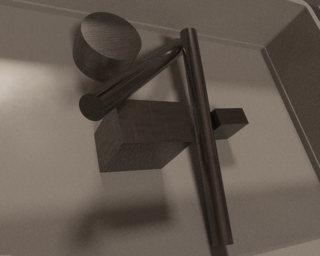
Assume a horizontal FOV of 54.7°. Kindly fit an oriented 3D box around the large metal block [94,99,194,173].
[{"bbox_3d":[-0.022,0.011,0.353,0.081,0.080,0.050,0,62,-28],"label":"large metal block"}]

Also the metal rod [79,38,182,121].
[{"bbox_3d":[-0.008,-0.079,0.389,0.025,0.025,0.301,40,32,-1],"label":"metal rod"}]

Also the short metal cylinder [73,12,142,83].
[{"bbox_3d":[-0.072,-0.108,0.418,0.081,0.050,0.080,14,56,-21],"label":"short metal cylinder"}]

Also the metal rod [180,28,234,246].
[{"bbox_3d":[0.058,-0.002,0.413,0.025,0.025,0.299,4,68,-27],"label":"metal rod"}]

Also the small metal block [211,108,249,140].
[{"bbox_3d":[0.088,-0.005,0.442,0.050,0.050,0.025,-3,63,-30],"label":"small metal block"}]
